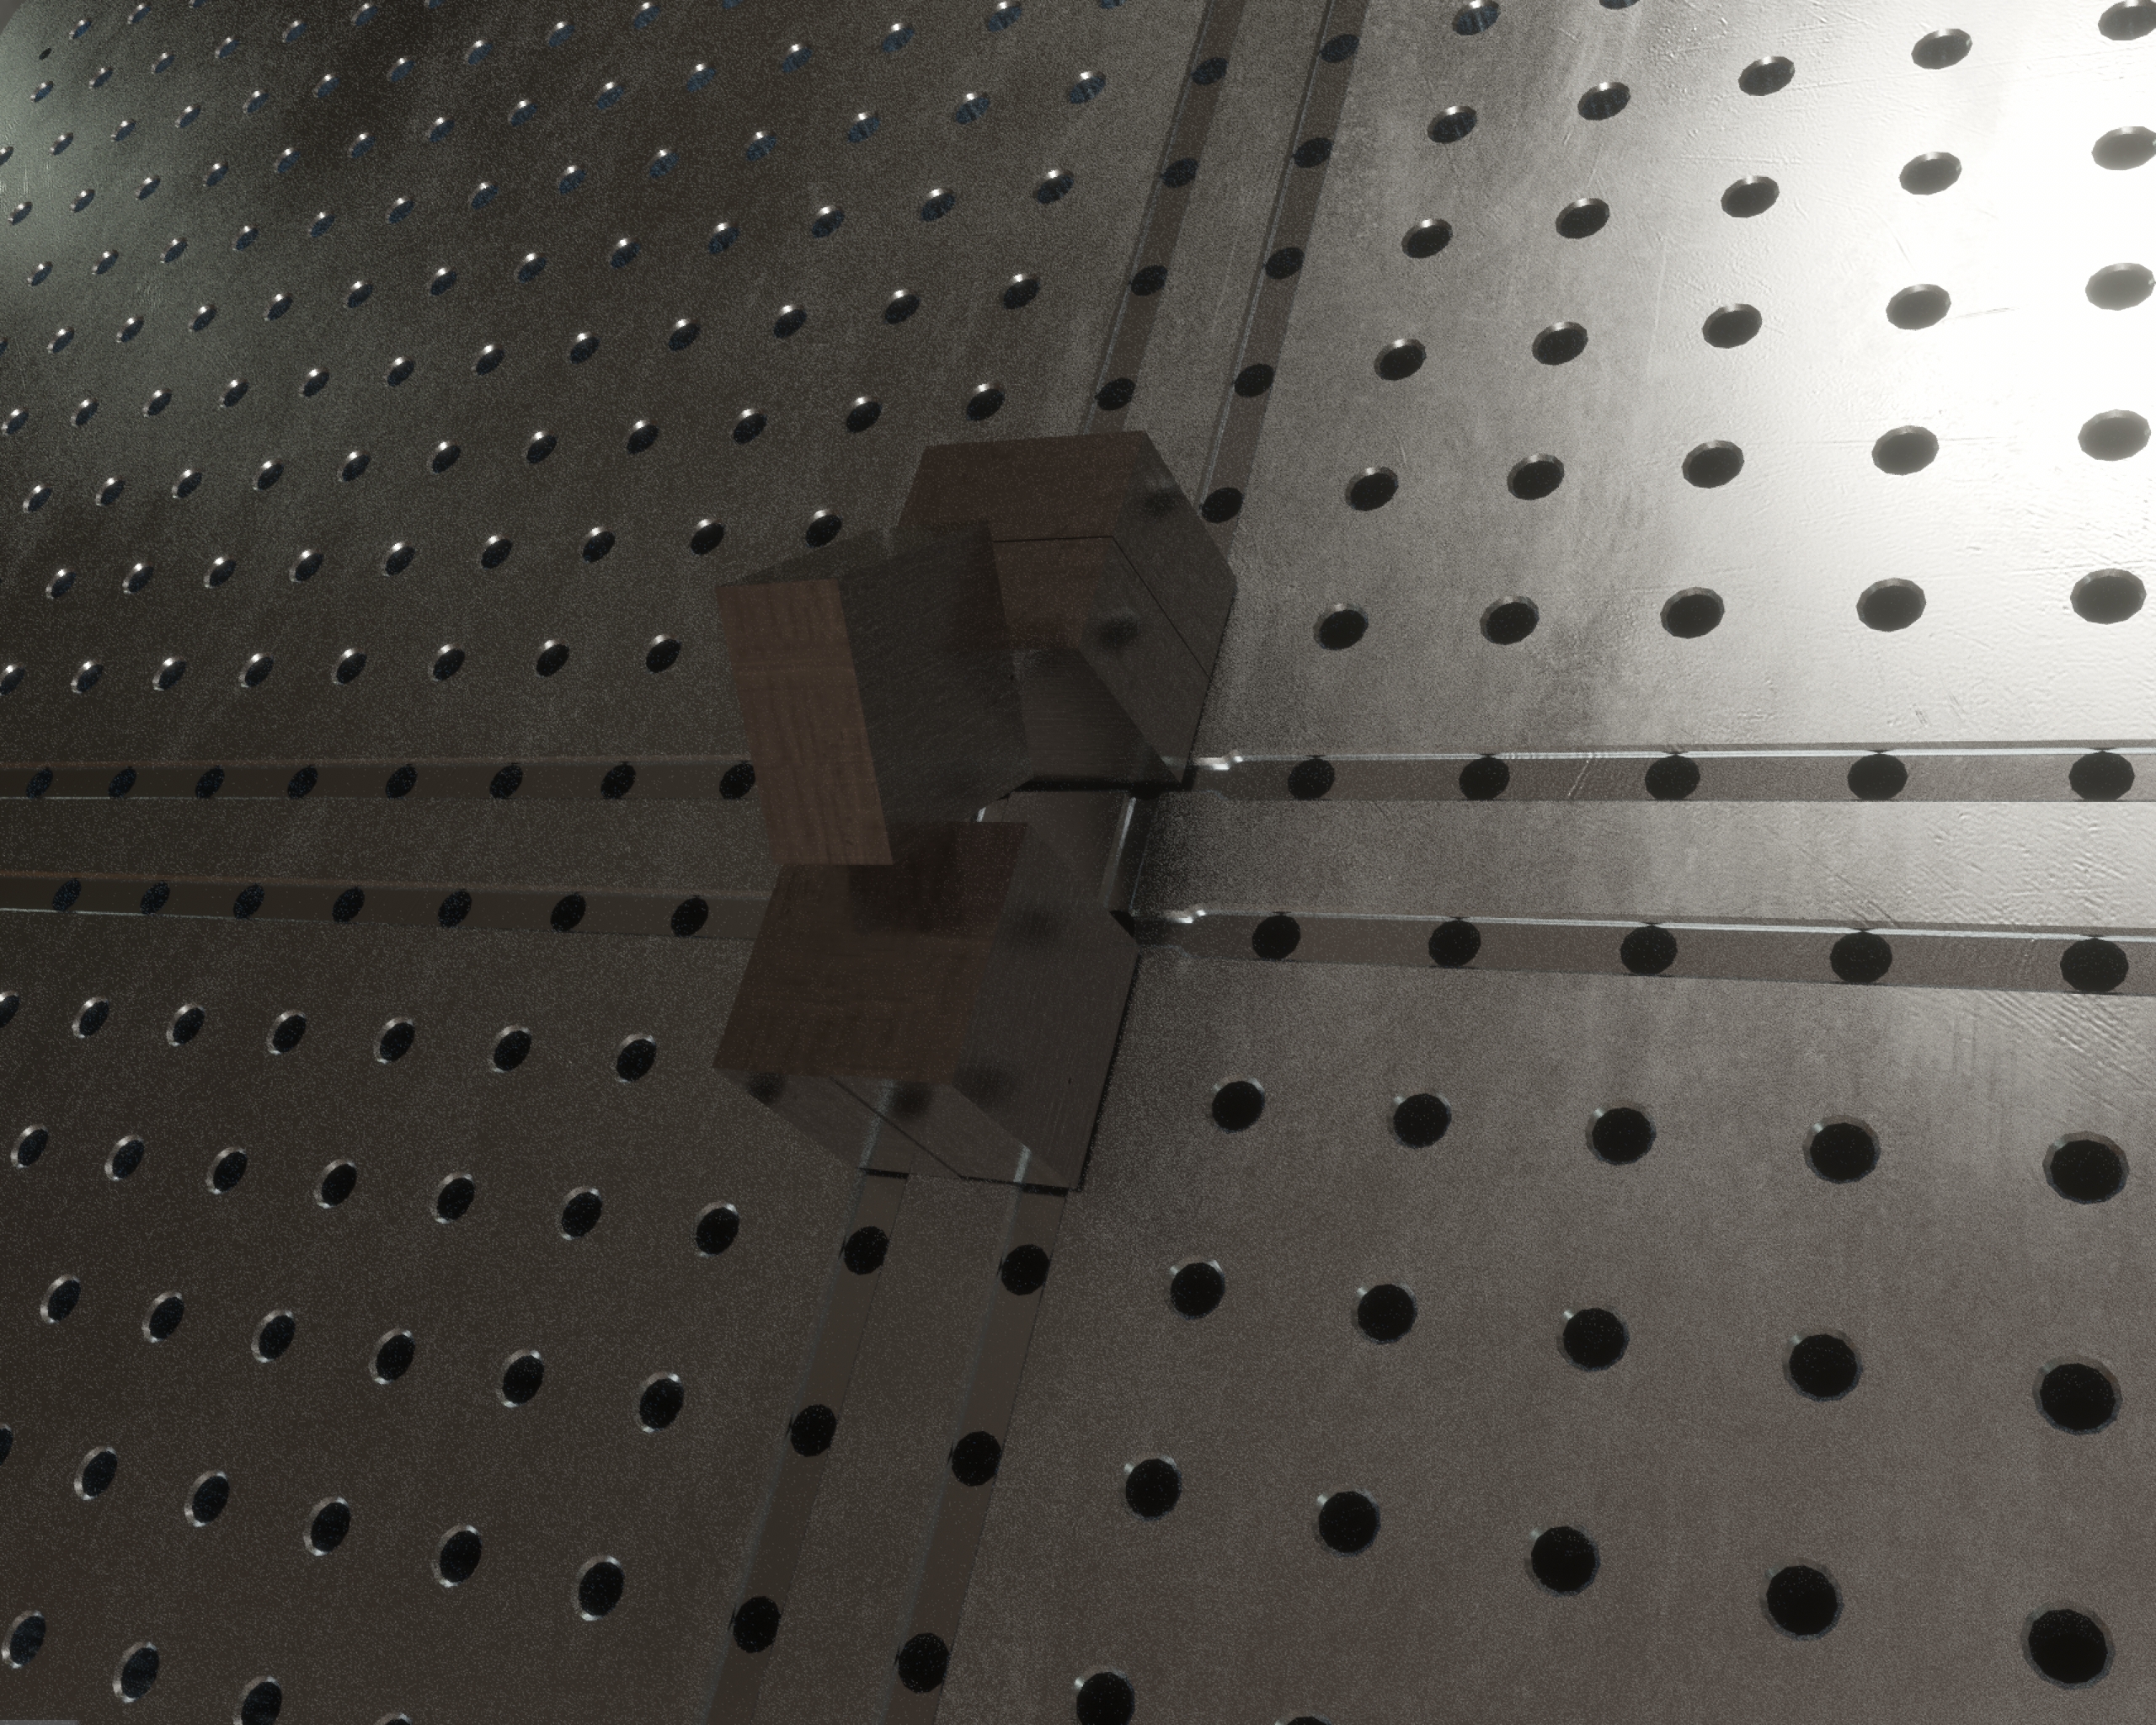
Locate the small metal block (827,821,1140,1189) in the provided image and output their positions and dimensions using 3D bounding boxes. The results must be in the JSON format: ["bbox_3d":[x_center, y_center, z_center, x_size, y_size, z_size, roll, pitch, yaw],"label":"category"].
[{"bbox_3d":[-0.016,0.026,0.381,0.025,0.050,0.050,1,63,29],"label":"small metal block"}]

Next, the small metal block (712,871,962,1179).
[{"bbox_3d":[-0.037,0.026,0.394,0.025,0.050,0.050,1,63,29],"label":"small metal block"}]

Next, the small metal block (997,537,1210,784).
[{"bbox_3d":[-0.008,-0.039,0.419,0.050,0.050,0.025,2,63,29],"label":"small metal block"}]

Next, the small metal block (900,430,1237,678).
[{"bbox_3d":[-0.002,-0.062,0.429,0.050,0.050,0.025,2,63,29],"label":"small metal block"}]

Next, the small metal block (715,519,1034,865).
[{"bbox_3d":[-0.035,-0.031,0.375,0.025,0.050,0.050,0,19,29],"label":"small metal block"}]
